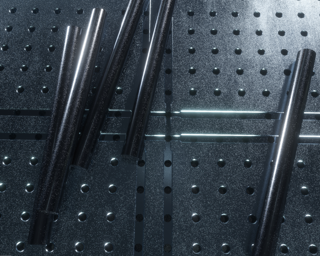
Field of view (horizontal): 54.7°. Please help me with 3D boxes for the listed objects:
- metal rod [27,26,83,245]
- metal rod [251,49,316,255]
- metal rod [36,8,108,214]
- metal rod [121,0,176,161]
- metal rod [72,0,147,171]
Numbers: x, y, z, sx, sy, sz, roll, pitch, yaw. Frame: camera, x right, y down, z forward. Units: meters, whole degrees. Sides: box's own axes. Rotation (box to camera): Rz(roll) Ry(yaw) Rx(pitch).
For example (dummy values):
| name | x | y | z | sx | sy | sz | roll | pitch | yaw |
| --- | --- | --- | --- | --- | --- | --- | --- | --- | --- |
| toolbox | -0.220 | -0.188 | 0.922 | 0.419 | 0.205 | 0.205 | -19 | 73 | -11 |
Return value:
| name | x | y | z | sx | sy | sz | roll | pitch | yaw |
| --- | --- | --- | --- | --- | --- | --- | --- | --- | --- |
| metal rod | -0.134 | -0.005 | 0.411 | 0.025 | 0.025 | 0.299 | 3 | 70 | 1 |
| metal rod | 0.166 | 0.024 | 0.404 | 0.025 | 0.025 | 0.300 | 18 | 71 | 6 |
| metal rod | -0.109 | -0.040 | 0.411 | 0.025 | 0.025 | 0.299 | 6 | 65 | 2 |
| metal rod | -0.009 | -0.100 | 0.448 | 0.025 | 0.025 | 0.299 | 11 | 70 | 3 |
| metal rod | -0.066 | -0.086 | 0.442 | 0.025 | 0.025 | 0.299 | 14 | 70 | 4 |
